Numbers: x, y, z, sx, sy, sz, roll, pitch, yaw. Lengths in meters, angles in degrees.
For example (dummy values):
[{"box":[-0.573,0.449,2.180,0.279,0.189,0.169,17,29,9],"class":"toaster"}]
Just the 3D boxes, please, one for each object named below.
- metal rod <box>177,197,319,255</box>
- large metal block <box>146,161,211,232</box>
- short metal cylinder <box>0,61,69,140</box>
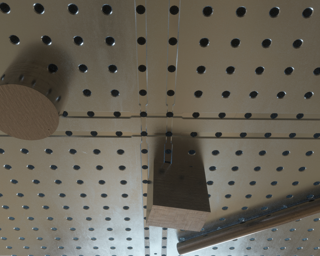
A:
[{"box":[0.167,0.180,0.566,0.300,0.025,0.025,-26,126,20],"class":"metal rod"},{"box":[0.025,0.101,0.462,0.081,0.080,0.050,9,130,-8],"class":"large metal block"},{"box":[-0.155,-0.031,0.367,0.081,0.050,0.079,0,130,0],"class":"short metal cylinder"}]
